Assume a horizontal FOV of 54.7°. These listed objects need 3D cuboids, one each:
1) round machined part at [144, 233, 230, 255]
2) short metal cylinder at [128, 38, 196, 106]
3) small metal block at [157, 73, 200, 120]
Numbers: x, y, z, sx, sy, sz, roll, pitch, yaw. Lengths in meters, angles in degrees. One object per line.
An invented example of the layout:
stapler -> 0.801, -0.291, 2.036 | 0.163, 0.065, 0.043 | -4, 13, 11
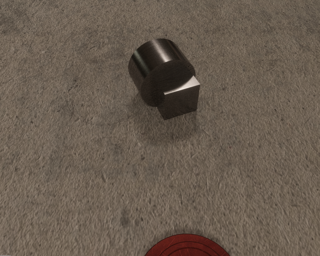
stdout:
round machined part -> 0.026, 0.141, 0.274 | 0.099, 0.042, 0.098 | 0, 50, 0
short metal cylinder -> 0.002, -0.076, 0.432 | 0.081, 0.080, 0.050 | -18, 53, -15
small metal block -> 0.024, -0.042, 0.423 | 0.050, 0.050, 0.025 | -18, 53, -15
